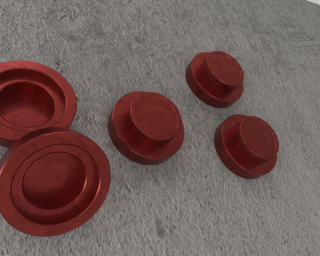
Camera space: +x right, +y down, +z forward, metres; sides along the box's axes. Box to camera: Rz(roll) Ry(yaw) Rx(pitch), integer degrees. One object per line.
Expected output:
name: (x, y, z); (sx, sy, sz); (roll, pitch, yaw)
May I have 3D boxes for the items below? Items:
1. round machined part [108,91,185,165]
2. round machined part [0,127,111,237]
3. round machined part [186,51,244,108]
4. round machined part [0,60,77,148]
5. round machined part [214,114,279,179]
round machined part: (-0.012, -0.006, 0.390); (0.099, 0.042, 0.098); (14, 56, -21)
round machined part: (-0.100, 0.046, 0.290); (0.099, 0.042, 0.097); (-9, 107, -30)
round machined part: (0.094, -0.084, 0.494); (0.099, 0.042, 0.098); (14, 56, -21)
round machined part: (-0.142, -0.020, 0.328); (0.099, 0.042, 0.098); (14, 56, -21)
round machined part: (0.132, 0.021, 0.451); (0.099, 0.042, 0.098); (14, 56, -21)
